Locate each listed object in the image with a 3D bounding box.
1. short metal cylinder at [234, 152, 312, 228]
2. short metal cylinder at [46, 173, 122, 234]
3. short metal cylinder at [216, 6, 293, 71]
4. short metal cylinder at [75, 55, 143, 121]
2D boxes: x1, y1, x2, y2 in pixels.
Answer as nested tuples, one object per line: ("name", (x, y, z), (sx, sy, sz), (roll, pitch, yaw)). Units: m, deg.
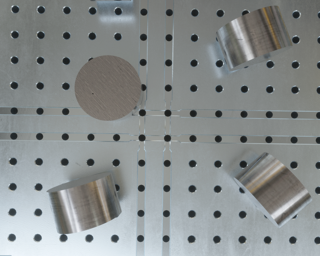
("short metal cylinder", (0.139, 0.077, 0.388), (0.050, 0.080, 0.080), (-40, 91, 0))
("short metal cylinder", (-0.093, 0.091, 0.385), (0.080, 0.080, 0.050), (-15, 90, 0))
("short metal cylinder", (0.117, -0.109, 0.387), (0.080, 0.080, 0.050), (-20, 90, 0))
("short metal cylinder", (-0.063, -0.049, 0.400), (0.081, 0.050, 0.079), (0, 90, -1))
